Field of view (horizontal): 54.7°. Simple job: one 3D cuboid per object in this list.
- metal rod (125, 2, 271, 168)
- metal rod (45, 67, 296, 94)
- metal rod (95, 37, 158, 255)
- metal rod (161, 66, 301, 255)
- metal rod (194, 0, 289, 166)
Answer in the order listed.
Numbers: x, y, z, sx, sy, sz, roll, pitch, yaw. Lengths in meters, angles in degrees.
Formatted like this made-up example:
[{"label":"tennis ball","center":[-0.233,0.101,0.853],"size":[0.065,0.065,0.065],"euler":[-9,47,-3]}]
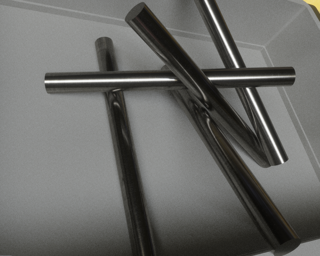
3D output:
[{"label":"metal rod","center":[0.069,-0.030,0.380],"size":[0.301,0.025,0.025],"euler":[41,45,-36]},{"label":"metal rod","center":[0.016,-0.060,0.382],"size":[0.302,0.025,0.025],"euler":[-2,61,-5]},{"label":"metal rod","center":[-0.046,0.012,0.374],"size":[0.025,0.025,0.299],"euler":[0,62,-29]},{"label":"metal rod","center":[0.058,0.005,0.359],"size":[0.025,0.025,0.300],"euler":[5,35,-26]},{"label":"metal rod","center":[0.098,-0.089,0.415],"size":[0.025,0.025,0.299],"euler":[-27,93,-37]}]
